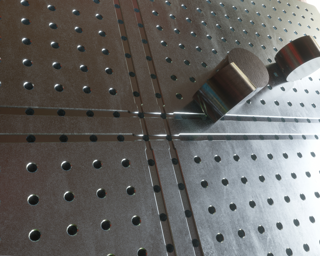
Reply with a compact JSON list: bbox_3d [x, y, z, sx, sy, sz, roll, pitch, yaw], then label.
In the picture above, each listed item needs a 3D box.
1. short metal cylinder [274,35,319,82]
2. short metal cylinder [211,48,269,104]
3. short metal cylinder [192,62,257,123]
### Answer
[{"bbox_3d":[0.274,-0.135,0.606,0.081,0.080,0.050,-8,66,-32],"label":"short metal cylinder"},{"bbox_3d":[0.134,-0.087,0.520,0.081,0.050,0.080,14,56,-21],"label":"short metal cylinder"},{"bbox_3d":[0.094,-0.051,0.457,0.081,0.080,0.050,-34,81,-38],"label":"short metal cylinder"}]
